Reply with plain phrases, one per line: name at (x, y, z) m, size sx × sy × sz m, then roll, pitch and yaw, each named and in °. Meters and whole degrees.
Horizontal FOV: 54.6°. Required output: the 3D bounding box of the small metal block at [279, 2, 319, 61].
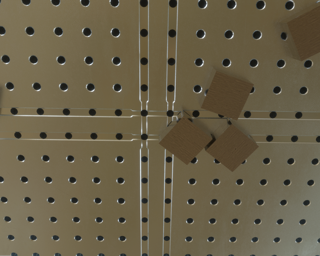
small metal block at (0.180, -0.116, 0.372) m, size 0.050 × 0.025 × 0.050 m, roll -27°, pitch 108°, yaw 9°

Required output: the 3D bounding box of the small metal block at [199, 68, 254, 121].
small metal block at (0.084, -0.044, 0.398) m, size 0.050 × 0.025 × 0.050 m, roll 18°, pitch 109°, yaw -7°

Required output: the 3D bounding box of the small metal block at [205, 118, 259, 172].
small metal block at (0.096, 0.023, 0.423) m, size 0.050 × 0.025 × 0.050 m, roll 38°, pitch 106°, yaw -13°

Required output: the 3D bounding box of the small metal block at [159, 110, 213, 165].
small metal block at (0.034, 0.013, 0.418) m, size 0.050 × 0.025 × 0.050 m, roll 38°, pitch 106°, yaw -13°
